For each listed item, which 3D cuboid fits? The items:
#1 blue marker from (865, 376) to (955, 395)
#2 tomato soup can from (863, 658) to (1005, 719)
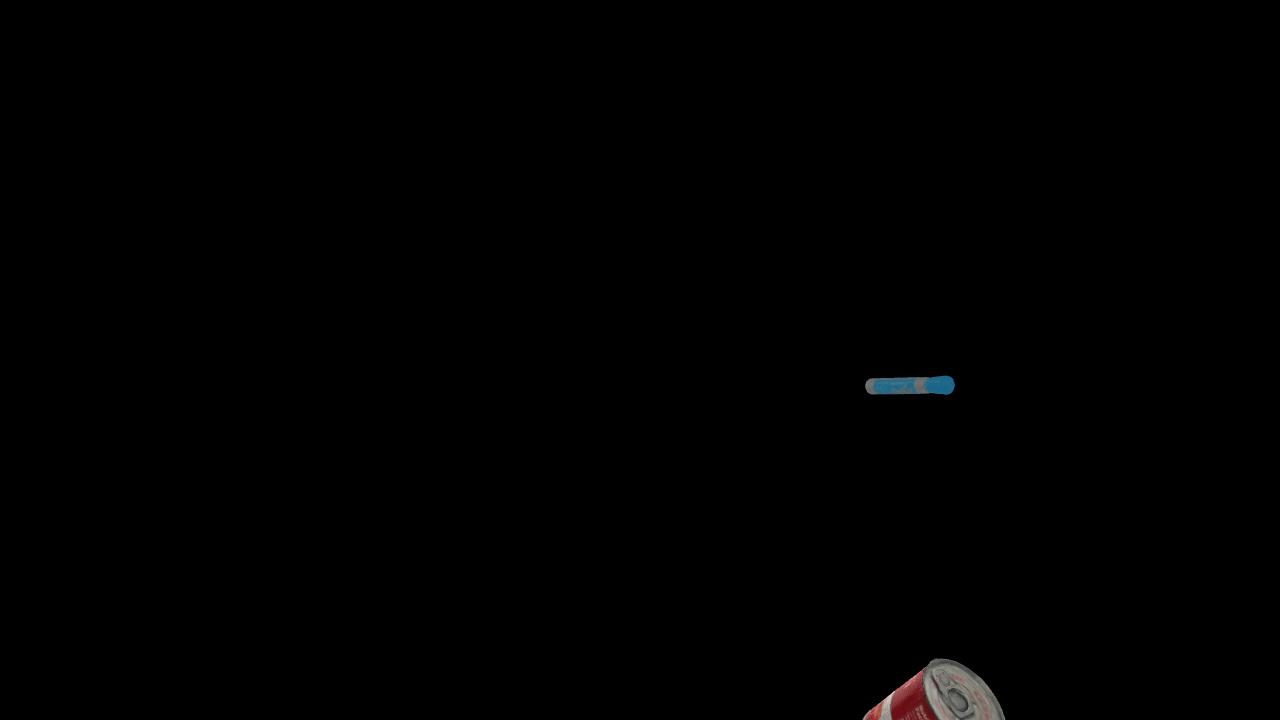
[{"bbox_3d":[0.285,0.027,0.654,0.020,0.020,0.121,0,-3,-17],"label":"blue marker"},{"bbox_3d":[0.233,0.299,0.499,0.068,0.101,0.068,14,37,-11],"label":"tomato soup can"}]
